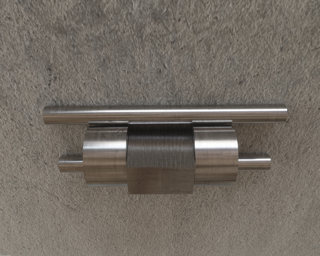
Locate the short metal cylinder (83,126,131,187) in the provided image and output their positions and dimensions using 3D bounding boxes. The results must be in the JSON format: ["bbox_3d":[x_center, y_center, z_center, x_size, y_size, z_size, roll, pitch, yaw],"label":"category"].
[{"bbox_3d":[-0.065,0.036,0.402,0.050,0.080,0.079,-1,130,0],"label":"short metal cylinder"}]

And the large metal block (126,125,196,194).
[{"bbox_3d":[0.001,0.038,0.402,0.081,0.080,0.050,0,130,0],"label":"large metal block"}]

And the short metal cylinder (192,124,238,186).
[{"bbox_3d":[0.067,0.035,0.402,0.050,0.080,0.079,-1,130,0],"label":"short metal cylinder"}]

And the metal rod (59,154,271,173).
[{"bbox_3d":[0.007,0.051,0.453,0.302,0.025,0.025,0,130,0],"label":"metal rod"}]

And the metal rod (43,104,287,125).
[{"bbox_3d":[0.007,-0.017,0.394,0.302,0.025,0.025,0,130,0],"label":"metal rod"}]
